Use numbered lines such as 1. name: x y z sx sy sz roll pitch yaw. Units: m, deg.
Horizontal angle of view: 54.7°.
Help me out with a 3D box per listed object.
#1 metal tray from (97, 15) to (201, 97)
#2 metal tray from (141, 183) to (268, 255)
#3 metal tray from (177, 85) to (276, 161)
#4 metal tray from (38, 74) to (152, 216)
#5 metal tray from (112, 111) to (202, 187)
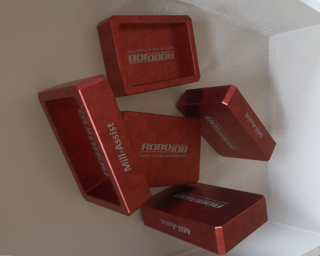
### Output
1. metal tray: -0.008 -0.094 0.396 0.131 0.030 0.089 -17 101 -39
2. metal tray: 0.050 0.101 0.379 0.091 0.130 0.030 -17 101 -40
3. metal tray: 0.096 -0.004 0.444 0.130 0.090 0.030 45 63 -31
4. metal tray: -0.066 0.017 0.308 0.030 0.090 0.129 -31 110 -37
5. metal tray: -0.003 0.028 0.399 0.131 0.030 0.089 4 87 -40
